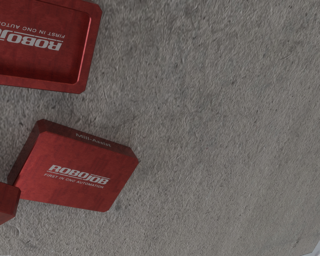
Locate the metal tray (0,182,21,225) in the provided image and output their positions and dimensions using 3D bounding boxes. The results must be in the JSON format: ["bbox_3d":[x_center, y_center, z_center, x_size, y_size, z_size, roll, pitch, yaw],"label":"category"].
[{"bbox_3d":[-0.220,0.068,0.299,0.090,0.030,0.130,-31,135,30],"label":"metal tray"}]

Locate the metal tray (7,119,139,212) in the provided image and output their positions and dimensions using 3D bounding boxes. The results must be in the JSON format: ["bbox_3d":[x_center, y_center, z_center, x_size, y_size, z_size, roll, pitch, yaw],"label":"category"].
[{"bbox_3d":[-0.103,0.051,0.379,0.131,0.030,0.090,22,106,-36],"label":"metal tray"}]

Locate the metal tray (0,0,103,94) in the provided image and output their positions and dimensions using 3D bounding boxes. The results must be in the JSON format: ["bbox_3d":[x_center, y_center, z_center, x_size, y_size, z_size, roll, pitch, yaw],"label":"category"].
[{"bbox_3d":[-0.127,-0.084,0.281,0.131,0.030,0.089,4,116,-31],"label":"metal tray"}]
